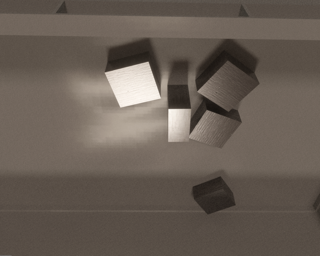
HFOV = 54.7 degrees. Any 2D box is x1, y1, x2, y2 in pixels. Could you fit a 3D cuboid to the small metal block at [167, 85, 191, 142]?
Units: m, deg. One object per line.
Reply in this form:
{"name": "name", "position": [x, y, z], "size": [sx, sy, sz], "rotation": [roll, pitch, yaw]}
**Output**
{"name": "small metal block", "position": [0.022, -0.018, 0.378], "size": [0.025, 0.050, 0.050], "rotation": [-1, 130, 0]}

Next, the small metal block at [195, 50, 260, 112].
{"name": "small metal block", "position": [0.078, -0.054, 0.364], "size": [0.050, 0.025, 0.050], "rotation": [29, 124, -23]}

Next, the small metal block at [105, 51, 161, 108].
{"name": "small metal block", "position": [-0.030, -0.056, 0.361], "size": [0.050, 0.025, 0.050], "rotation": [-12, 129, 9]}

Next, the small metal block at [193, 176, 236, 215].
{"name": "small metal block", "position": [0.088, 0.111, 0.505], "size": [0.050, 0.025, 0.050], "rotation": [-25, 126, 19]}

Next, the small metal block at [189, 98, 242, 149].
{"name": "small metal block", "position": [0.070, -0.005, 0.406], "size": [0.050, 0.025, 0.050], "rotation": [18, 128, -16]}
